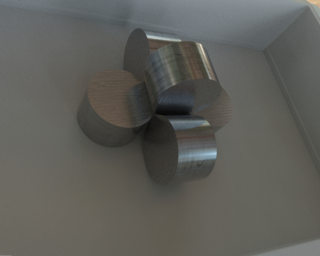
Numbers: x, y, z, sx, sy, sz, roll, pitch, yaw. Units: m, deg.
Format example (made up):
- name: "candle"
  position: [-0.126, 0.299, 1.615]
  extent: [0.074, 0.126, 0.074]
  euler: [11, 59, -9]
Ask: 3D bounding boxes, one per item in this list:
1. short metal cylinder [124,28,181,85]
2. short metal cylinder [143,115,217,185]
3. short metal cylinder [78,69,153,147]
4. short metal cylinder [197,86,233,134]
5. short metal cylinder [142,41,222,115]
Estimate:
- name: "short metal cylinder"
  position: [-0.010, -0.090, 0.417]
  extent: [0.050, 0.080, 0.080]
  euler: [-2, 63, -30]
- name: "short metal cylinder"
  position: [0.021, 0.024, 0.364]
  extent: [0.050, 0.080, 0.080]
  euler: [-2, 63, -30]
- name: "short metal cylinder"
  position: [-0.053, -0.024, 0.373]
  extent: [0.081, 0.050, 0.080]
  euler: [14, 56, -21]
- name: "short metal cylinder"
  position: [0.054, -0.026, 0.431]
  extent: [0.081, 0.050, 0.080]
  euler: [14, 56, -21]
- name: "short metal cylinder"
  position: [0.024, -0.053, 0.357]
  extent: [0.081, 0.080, 0.050]
  euler: [-1, 62, -29]
